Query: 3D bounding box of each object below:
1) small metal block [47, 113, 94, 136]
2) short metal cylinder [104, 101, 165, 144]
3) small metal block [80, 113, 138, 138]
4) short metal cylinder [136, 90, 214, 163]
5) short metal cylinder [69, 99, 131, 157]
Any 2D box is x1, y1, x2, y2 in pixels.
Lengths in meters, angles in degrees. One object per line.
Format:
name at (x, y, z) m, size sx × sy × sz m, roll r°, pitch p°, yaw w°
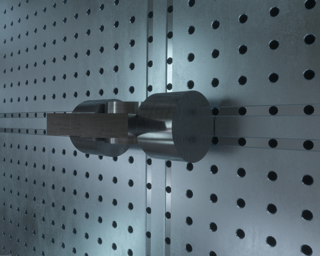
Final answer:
small metal block at (-0.098, -0.004, 0.368) m, size 0.050 × 0.050 × 0.025 m, roll 1°, pitch 91°, yaw 8°
short metal cylinder at (-0.030, -0.007, 0.398) m, size 0.080 × 0.081 × 0.050 m, roll 2°, pitch 91°, yaw 40°
small metal block at (-0.052, -0.003, 0.336) m, size 0.050 × 0.050 × 0.025 m, roll 1°, pitch 91°, yaw 9°
short metal cylinder at (0.019, -0.002, 0.357) m, size 0.050 × 0.081 × 0.079 m, roll 1°, pitch 91°, yaw 41°
short metal cylinder at (-0.081, -0.001, 0.440) m, size 0.050 × 0.081 × 0.079 m, roll 2°, pitch 91°, yaw 40°
